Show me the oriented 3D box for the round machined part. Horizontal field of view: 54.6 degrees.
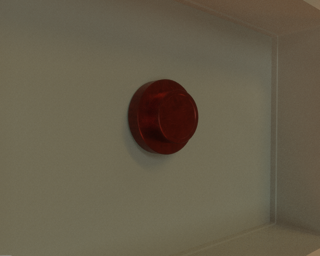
[{"bbox_3d":[0.012,-0.014,0.400,0.099,0.042,0.097,0,90,-40],"label":"round machined part"}]
